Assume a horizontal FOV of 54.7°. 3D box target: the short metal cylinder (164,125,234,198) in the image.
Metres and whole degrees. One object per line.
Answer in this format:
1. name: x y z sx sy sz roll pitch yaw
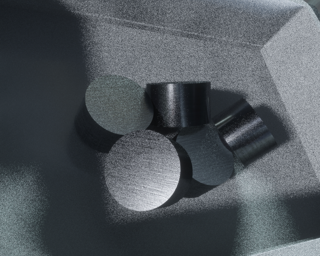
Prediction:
1. short metal cylinder: 0.044 0.042 0.388 0.081 0.050 0.080 14 56 -21

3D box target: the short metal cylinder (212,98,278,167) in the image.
1. short metal cylinder: 0.114 0.006 0.421 0.080 0.050 0.080 53 10 -13

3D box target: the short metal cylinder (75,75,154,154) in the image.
1. short metal cylinder: -0.055 -0.016 0.368 0.081 0.050 0.080 14 56 -21

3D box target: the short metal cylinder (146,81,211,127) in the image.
1. short metal cylinder: 0.024 -0.033 0.393 0.081 0.080 0.050 -8 102 -32

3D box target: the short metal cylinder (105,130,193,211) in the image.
1. short metal cylinder: -0.010 0.045 0.328 0.080 0.080 0.050 66 12 18
